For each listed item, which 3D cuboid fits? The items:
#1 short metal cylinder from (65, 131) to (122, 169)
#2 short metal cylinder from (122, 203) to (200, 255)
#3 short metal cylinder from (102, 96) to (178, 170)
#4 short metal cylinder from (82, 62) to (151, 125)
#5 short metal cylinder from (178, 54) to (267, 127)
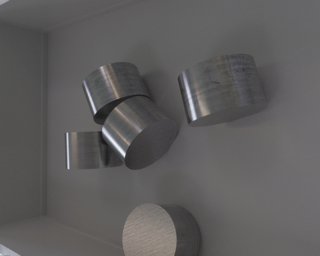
[{"bbox_3d":[-0.096,0.031,0.451,0.080,0.081,0.050,-4,88,40],"label":"short metal cylinder"},{"bbox_3d":[0.001,0.134,0.378,0.080,0.050,0.080,-12,69,35],"label":"short metal cylinder"},{"bbox_3d":[-0.025,0.006,0.392,0.050,0.081,0.080,44,117,31],"label":"short metal cylinder"},{"bbox_3d":[-0.058,-0.045,0.419,0.080,0.081,0.050,-35,68,34],"label":"short metal cylinder"},{"bbox_3d":[0.063,-0.036,0.319,0.080,0.081,0.050,-20,78,38],"label":"short metal cylinder"}]
